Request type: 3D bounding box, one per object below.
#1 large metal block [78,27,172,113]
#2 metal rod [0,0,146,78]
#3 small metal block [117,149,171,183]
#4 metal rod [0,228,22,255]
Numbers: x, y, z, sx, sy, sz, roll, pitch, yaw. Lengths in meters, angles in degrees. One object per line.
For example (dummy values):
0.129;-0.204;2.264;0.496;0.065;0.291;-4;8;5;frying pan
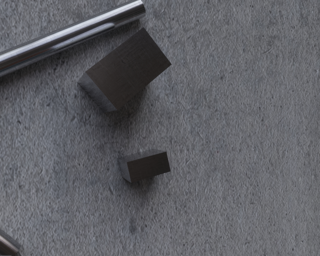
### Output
-0.045;-0.064;0.364;0.080;0.080;0.050;-42;104;-15;large metal block
-0.150;-0.085;0.353;0.302;0.025;0.025;-29;100;-18;metal rod
-0.021;0.046;0.389;0.050;0.050;0.025;-14;95;-20;small metal block
-0.266;0.037;0.310;0.300;0.025;0.025;46;76;-15;metal rod
